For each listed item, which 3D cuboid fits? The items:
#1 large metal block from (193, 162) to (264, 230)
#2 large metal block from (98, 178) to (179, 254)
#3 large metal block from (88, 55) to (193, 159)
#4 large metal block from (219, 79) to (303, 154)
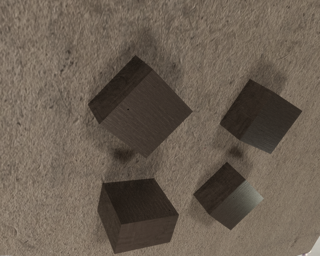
[{"bbox_3d":[0.118,0.118,0.531,0.080,0.050,0.080,-45,130,3],"label":"large metal block"},{"bbox_3d":[-0.033,0.117,0.427,0.081,0.080,0.050,-1,119,-29],"label":"large metal block"},{"bbox_3d":[-0.022,-0.024,0.365,0.080,0.050,0.080,-46,130,3],"label":"large metal block"},{"bbox_3d":[0.152,-0.016,0.466,0.080,0.050,0.080,21,107,-37],"label":"large metal block"}]
